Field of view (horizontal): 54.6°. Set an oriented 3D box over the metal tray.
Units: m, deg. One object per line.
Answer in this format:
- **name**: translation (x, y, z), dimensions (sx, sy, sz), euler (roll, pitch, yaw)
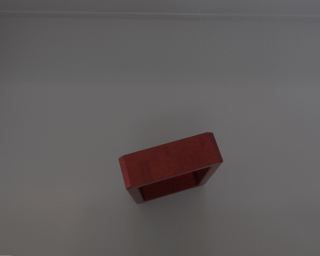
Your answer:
- **metal tray**: translation (0.010, 0.049, 0.336), dimensions (0.090, 0.130, 0.030), euler (-15, 71, -5)
